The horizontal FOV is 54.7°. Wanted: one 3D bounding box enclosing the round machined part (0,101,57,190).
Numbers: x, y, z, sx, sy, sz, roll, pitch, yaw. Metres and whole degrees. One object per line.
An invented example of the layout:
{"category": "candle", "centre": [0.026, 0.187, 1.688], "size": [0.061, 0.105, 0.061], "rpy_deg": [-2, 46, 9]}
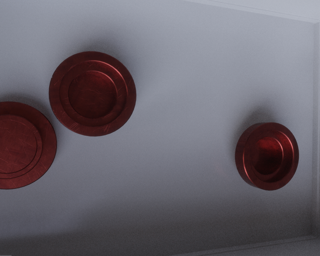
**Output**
{"category": "round machined part", "centre": [-0.165, 0.019, 0.341], "size": [0.099, 0.042, 0.097], "rpy_deg": [0, 90, -21]}

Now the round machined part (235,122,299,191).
{"category": "round machined part", "centre": [0.153, 0.040, 0.460], "size": [0.099, 0.042, 0.097], "rpy_deg": [0, 90, -21]}

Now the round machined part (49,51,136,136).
{"category": "round machined part", "centre": [-0.082, -0.039, 0.372], "size": [0.099, 0.042, 0.097], "rpy_deg": [0, 90, -21]}
